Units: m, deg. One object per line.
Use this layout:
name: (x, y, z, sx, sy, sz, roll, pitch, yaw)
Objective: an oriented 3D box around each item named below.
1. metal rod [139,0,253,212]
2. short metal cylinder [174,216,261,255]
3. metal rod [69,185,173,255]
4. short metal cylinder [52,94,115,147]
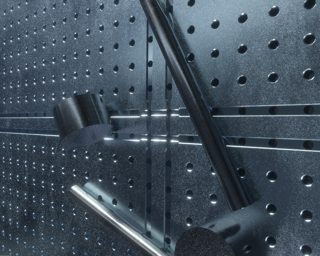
metal rod: (0.036, -0.046, 0.379, 0.025, 0.025, 0.299, -34, 69, 35)
short metal cylinder: (0.063, 0.144, 0.341, 0.080, 0.050, 0.079, 0, 90, 40)
metal rod: (-0.035, 0.156, 0.438, 0.300, 0.025, 0.025, 24, 105, 37)
short metal cylinder: (-0.115, -0.010, 0.469, 0.080, 0.081, 0.050, -34, 69, 35)
